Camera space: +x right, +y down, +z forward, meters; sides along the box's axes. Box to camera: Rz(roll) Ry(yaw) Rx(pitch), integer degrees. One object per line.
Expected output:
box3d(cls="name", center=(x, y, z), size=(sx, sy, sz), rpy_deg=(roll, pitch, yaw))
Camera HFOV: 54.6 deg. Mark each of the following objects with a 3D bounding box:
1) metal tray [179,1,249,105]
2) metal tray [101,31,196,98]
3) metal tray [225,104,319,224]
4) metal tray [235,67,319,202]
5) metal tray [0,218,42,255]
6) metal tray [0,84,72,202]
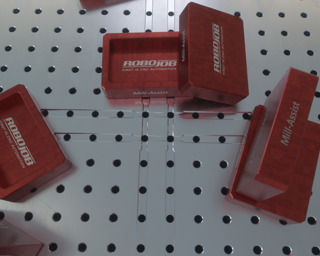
box3d(cls="metal tray", center=(0.073, -0.103, 0.430), size=(0.091, 0.030, 0.130), rpy_deg=(9, 69, -21))
box3d(cls="metal tray", center=(-0.015, -0.090, 0.442), size=(0.131, 0.030, 0.090), rpy_deg=(-2, 70, -1))
box3d(cls="metal tray", center=(0.146, 0.044, 0.394), size=(0.090, 0.030, 0.130), rpy_deg=(20, 71, 7))
box3d(cls="metal tray", center=(0.126, 0.010, 0.341), size=(0.030, 0.090, 0.130), rpy_deg=(21, 71, 8))
box3d(cls="metal tray", center=(-0.187, 0.110, 0.315), size=(0.090, 0.130, 0.030), rpy_deg=(27, 73, 9))
box3d(cls="metal tray", center=(-0.187, 0.017, 0.401), size=(0.090, 0.030, 0.130), rpy_deg=(-32, 73, -11))
